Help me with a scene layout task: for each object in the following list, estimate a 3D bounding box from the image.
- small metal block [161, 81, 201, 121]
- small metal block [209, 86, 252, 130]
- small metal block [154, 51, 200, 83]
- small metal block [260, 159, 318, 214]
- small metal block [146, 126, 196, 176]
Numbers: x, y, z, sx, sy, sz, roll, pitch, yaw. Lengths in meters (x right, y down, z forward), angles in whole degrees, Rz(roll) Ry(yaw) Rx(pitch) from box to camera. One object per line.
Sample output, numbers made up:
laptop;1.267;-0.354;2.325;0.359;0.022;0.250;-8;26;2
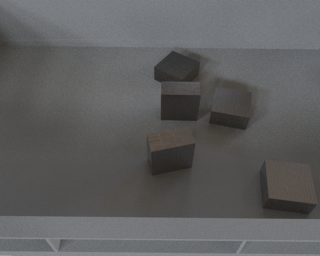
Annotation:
small metal block;0.027;-0.036;0.419;0.050;0.050;0.025;1;50;0
small metal block;0.098;-0.028;0.430;0.050;0.025;0.050;11;51;9
small metal block;0.026;-0.088;0.480;0.050;0.025;0.050;29;55;21
small metal block;0.144;0.066;0.351;0.050;0.025;0.050;7;50;5
small metal block;0.012;0.028;0.366;0.050;0.050;0.025;-11;51;-9
